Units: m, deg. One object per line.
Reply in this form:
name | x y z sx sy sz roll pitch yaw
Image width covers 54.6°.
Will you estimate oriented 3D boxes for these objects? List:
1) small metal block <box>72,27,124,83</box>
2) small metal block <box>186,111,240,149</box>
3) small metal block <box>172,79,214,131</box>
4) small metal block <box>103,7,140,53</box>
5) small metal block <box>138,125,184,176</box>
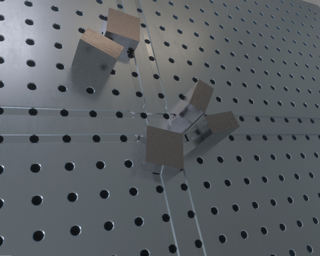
small metal block | -0.082 -0.094 0.405 0.050 0.050 0.025 27 52 -11
small metal block | 0.072 0.003 0.428 0.050 0.050 0.025 -11 68 -33
small metal block | 0.046 -0.032 0.436 0.025 0.050 0.050 32 52 -8
small metal block | -0.058 -0.147 0.466 0.050 0.025 0.050 12 57 -21
small metal block | 0.001 0.029 0.391 0.050 0.025 0.050 14 56 -21
